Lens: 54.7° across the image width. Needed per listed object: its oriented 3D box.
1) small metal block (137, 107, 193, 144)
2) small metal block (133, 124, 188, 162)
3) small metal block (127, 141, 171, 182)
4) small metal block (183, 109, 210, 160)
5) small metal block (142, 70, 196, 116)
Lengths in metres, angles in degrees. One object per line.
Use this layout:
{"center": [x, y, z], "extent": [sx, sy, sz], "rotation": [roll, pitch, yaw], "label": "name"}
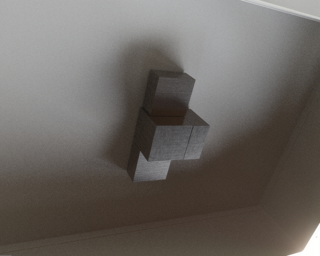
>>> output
{"center": [0.005, -0.004, 0.390], "extent": [0.050, 0.050, 0.025], "rotation": [0, 119, -28], "label": "small metal block"}
{"center": [0.000, 0.018, 0.401], "extent": [0.050, 0.050, 0.025], "rotation": [0, 119, -28], "label": "small metal block"}
{"center": [-0.014, 0.045, 0.426], "extent": [0.050, 0.025, 0.050], "rotation": [0, 119, -28], "label": "small metal block"}
{"center": [0.036, 0.007, 0.414], "extent": [0.025, 0.050, 0.050], "rotation": [0, 119, -28], "label": "small metal block"}
{"center": [0.011, -0.043, 0.385], "extent": [0.050, 0.025, 0.050], "rotation": [0, 119, -28], "label": "small metal block"}
